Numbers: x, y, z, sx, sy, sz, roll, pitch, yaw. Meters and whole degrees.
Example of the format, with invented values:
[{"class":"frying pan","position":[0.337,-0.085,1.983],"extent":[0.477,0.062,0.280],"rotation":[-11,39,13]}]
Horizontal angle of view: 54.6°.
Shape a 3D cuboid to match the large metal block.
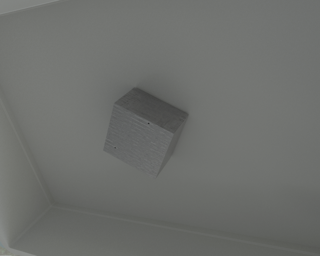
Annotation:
[{"class":"large metal block","position":[-0.020,0.007,0.403],"extent":[0.080,0.050,0.079],"rotation":[28,127,10]}]
